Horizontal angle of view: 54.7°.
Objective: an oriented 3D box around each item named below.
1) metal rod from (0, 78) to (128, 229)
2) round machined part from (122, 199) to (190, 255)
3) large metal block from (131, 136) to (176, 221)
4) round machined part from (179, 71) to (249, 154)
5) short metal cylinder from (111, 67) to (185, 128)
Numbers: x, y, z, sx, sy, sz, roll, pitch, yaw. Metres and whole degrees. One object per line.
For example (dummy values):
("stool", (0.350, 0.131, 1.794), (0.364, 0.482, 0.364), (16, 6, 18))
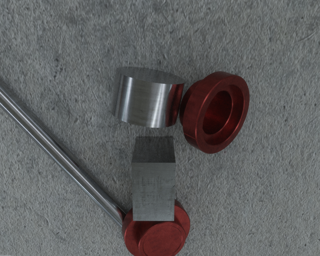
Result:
("metal rod", (-0.137, 0.034, 0.420), (0.025, 0.025, 0.300), (-36, 107, 12))
("round machined part", (-0.002, 0.150, 0.442), (0.099, 0.042, 0.097), (-7, 113, -16))
("large metal block", (-0.008, 0.063, 0.404), (0.050, 0.080, 0.079), (0, 110, 0))
("round machined part", (0.062, -0.021, 0.376), (0.099, 0.042, 0.097), (-23, 126, -35))
("short metal cylinder", (-0.015, -0.039, 0.366), (0.081, 0.080, 0.050), (9, 110, -4))
